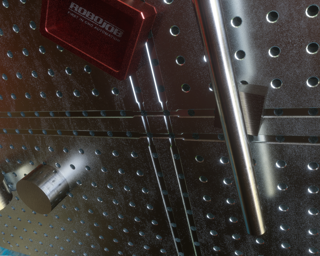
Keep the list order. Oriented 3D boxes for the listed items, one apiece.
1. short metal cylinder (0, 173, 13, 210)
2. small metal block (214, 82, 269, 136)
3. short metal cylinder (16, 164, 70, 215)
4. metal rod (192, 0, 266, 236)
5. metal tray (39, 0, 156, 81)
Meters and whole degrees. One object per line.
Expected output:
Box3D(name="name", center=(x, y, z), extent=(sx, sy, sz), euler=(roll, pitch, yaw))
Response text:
Box3D(name="short metal cylinder", center=(-0.361, 0.139, 0.652), extent=(0.080, 0.080, 0.050), euler=(5, 121, 26))
Box3D(name="small metal block", center=(0.091, -0.023, 0.349), extent=(0.050, 0.025, 0.050), euler=(13, 124, 21))
Box3D(name="short metal cylinder", center=(-0.219, 0.115, 0.582), extent=(0.080, 0.050, 0.079), euler=(13, 124, 21))
Box3D(name="metal rod", center=(0.079, -0.003, 0.335), extent=(0.025, 0.025, 0.298), euler=(-4, 117, 30))
Box3D(name="metal tray", center=(-0.079, -0.126, 0.371), extent=(0.130, 0.030, 0.089), euler=(31, 128, 8))
